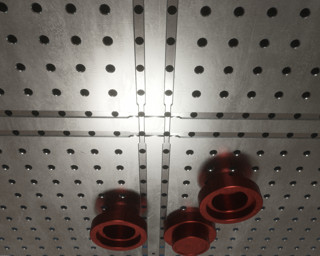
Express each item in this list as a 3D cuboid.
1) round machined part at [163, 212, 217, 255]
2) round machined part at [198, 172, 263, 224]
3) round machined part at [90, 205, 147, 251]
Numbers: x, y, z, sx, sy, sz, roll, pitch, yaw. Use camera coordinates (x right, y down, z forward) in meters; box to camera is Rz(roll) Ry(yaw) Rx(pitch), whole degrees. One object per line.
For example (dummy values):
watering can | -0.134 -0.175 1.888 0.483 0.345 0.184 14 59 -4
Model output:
round machined part | 0.056 0.201 0.573 0.099 0.042 0.097 -1 130 0
round machined part | 0.109 0.108 0.494 0.099 0.042 0.097 -1 130 0
round machined part | -0.071 0.173 0.547 0.099 0.042 0.097 -1 130 0
